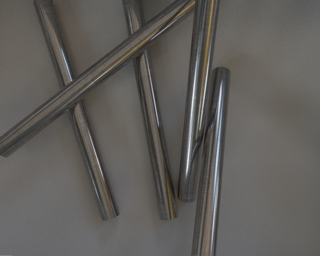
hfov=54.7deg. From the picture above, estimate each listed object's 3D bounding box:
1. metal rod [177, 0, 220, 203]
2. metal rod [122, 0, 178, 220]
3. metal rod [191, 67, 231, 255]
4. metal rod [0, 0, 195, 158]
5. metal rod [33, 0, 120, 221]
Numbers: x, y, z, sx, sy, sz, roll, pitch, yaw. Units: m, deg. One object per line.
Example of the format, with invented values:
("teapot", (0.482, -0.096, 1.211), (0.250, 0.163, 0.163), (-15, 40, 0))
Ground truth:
("metal rod", (0.043, -0.044, 0.353), (0.025, 0.025, 0.298), (3, 114, 0))
("metal rod", (-0.013, -0.029, 0.411), (0.025, 0.025, 0.298), (-10, 90, 0))
("metal rod", (0.057, 0.059, 0.350), (0.025, 0.025, 0.299), (11, 65, 0))
("metal rod", (-0.079, -0.066, 0.384), (0.300, 0.025, 0.025), (-38, 90, 0))
("metal rod", (-0.110, -0.025, 0.410), (0.025, 0.025, 0.298), (-17, 90, 0))
